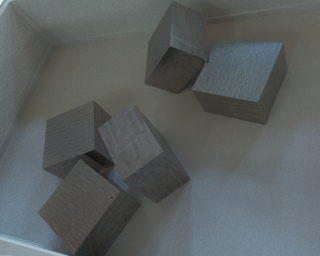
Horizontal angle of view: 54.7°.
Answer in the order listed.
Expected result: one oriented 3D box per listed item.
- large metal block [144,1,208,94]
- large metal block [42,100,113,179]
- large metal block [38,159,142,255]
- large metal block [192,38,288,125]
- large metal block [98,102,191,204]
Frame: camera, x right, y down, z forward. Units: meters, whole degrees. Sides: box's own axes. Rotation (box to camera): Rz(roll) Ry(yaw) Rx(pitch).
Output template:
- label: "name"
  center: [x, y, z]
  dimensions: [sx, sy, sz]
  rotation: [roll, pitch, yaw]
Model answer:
- label: "large metal block"
  center: [0.020, -0.105, 0.417]
  dimensions: [0.080, 0.050, 0.080]
  rotation: [134, 146, -53]
- label: "large metal block"
  center: [-0.112, 0.019, 0.435]
  dimensions: [0.080, 0.050, 0.080]
  rotation: [-20, 54, 16]
- label: "large metal block"
  center: [-0.084, 0.097, 0.373]
  dimensions: [0.080, 0.050, 0.080]
  rotation: [29, 77, 37]
- label: "large metal block"
  center: [0.097, -0.058, 0.373]
  dimensions: [0.080, 0.050, 0.080]
  rotation: [16, 70, 34]
- label: "large metal block"
  center: [-0.018, 0.030, 0.360]
  dimensions: [0.050, 0.080, 0.080]
  rotation: [-36, 51, 4]
